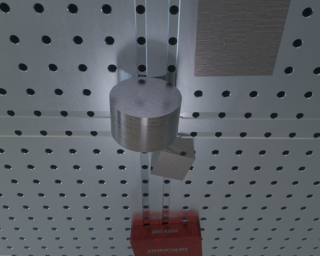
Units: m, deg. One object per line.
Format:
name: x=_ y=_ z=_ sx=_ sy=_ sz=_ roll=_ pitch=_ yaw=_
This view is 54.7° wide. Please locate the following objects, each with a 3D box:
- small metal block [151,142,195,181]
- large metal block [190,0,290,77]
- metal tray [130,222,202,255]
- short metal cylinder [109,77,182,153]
small metal block: x=0.018 y=0.047 z=0.452 sx=0.050 sy=0.025 sz=0.050 roll=14 pitch=129 yaw=-12
large metal block: x=0.074 y=-0.100 z=0.311 sx=0.081 sy=0.050 sz=0.079 roll=-1 pitch=130 yaw=0
metal tray: x=0.014 y=0.224 z=0.599 sx=0.131 sy=0.030 sz=0.089 roll=-5 pitch=130 yaw=4
short metal cylinder: x=-0.017 y=-0.017 z=0.361 sx=0.081 sy=0.080 sz=0.050 roll=3 pitch=130 yaw=-2
